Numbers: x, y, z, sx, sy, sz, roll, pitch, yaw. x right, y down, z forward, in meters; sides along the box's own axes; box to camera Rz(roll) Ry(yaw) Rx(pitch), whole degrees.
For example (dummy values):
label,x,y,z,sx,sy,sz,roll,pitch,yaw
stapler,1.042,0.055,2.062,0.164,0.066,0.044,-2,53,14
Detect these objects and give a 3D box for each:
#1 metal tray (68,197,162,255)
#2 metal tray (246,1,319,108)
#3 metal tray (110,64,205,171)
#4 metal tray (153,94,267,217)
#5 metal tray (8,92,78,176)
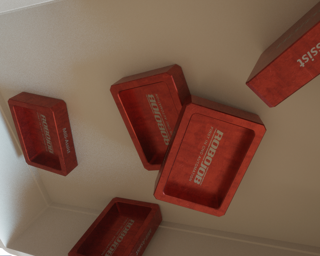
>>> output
label,x,y,z,sx,sy,sz,roll,pitch,yaw
metal tray,-0.064,0.165,0.474,0.090,0.131,0.030,3,120,26
metal tray,0.134,-0.080,0.246,0.030,0.090,0.129,44,129,-3
metal tray,0.002,-0.008,0.398,0.090,0.030,0.129,-8,115,31
metal tray,0.054,0.035,0.363,0.091,0.030,0.129,17,113,-4
metal tray,-0.190,0.011,0.509,0.090,0.030,0.129,12,124,21
